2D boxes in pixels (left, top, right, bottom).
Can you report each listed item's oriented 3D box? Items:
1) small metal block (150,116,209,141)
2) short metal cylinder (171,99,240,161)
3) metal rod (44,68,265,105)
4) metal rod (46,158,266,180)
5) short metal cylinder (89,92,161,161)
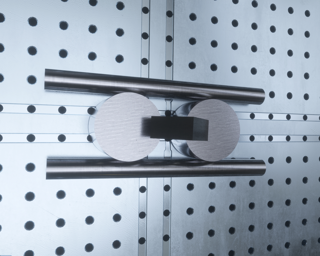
[{"bbox_3d":[0.024,0.001,0.355,0.050,0.050,0.025,6,86,-63],"label":"small metal block"},{"bbox_3d":[0.059,0.003,0.418,0.081,0.050,0.079,0,90,-20],"label":"short metal cylinder"},{"bbox_3d":[0.008,-0.052,0.412,0.302,0.025,0.025,2,90,-20],"label":"metal rod"},{"bbox_3d":[0.009,0.053,0.413,0.302,0.025,0.025,2,89,-20],"label":"metal rod"},{"bbox_3d":[-0.043,-0.001,0.380,0.081,0.050,0.079,0,90,-20],"label":"short metal cylinder"}]
